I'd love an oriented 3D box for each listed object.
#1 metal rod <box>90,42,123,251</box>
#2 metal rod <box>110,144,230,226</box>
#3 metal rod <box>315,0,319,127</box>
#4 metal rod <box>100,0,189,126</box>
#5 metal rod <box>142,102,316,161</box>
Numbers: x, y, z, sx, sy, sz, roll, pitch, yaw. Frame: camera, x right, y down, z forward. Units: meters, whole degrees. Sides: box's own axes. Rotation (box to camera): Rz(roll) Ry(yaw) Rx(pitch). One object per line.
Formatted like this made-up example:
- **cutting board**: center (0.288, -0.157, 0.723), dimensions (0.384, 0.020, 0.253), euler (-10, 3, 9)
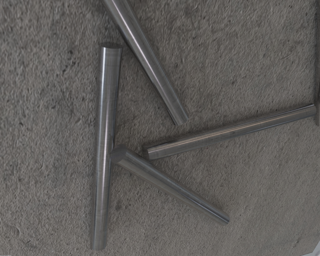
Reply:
- **metal rod**: center (-0.072, 0.044, 0.394), dimensions (0.025, 0.025, 0.298), euler (-6, 121, -26)
- **metal rod**: center (0.034, 0.100, 0.472), dimensions (0.025, 0.025, 0.301), euler (-46, 134, 4)
- **metal rod**: center (0.251, -0.119, 0.469), dimensions (0.025, 0.025, 0.299), euler (-29, 128, -10)
- **metal rod**: center (-0.035, -0.111, 0.318), dimensions (0.025, 0.025, 0.299), euler (-36, 129, -4)
- **metal rod**: center (0.118, 0.002, 0.471), dimensions (0.302, 0.025, 0.025), euler (-13, 124, -21)
